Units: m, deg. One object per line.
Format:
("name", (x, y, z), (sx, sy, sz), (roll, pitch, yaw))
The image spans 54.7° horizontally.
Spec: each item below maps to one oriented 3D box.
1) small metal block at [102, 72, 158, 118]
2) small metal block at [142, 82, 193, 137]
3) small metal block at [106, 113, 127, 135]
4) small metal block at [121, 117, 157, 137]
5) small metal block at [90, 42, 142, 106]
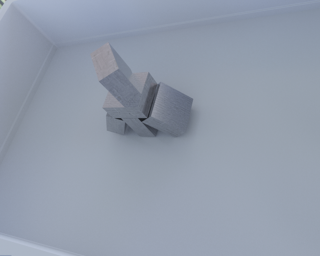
("small metal block", (-0.036, -0.040, 0.382), (0.050, 0.025, 0.050), (1, 62, 28))
("small metal block", (0.010, -0.023, 0.393), (0.025, 0.050, 0.050), (-28, 42, 56))
("small metal block", (-0.054, -0.024, 0.427), (0.025, 0.050, 0.050), (16, 66, -2))
("small metal block", (-0.021, -0.022, 0.412), (0.025, 0.050, 0.050), (1, 62, 29))
("small metal block", (-0.050, -0.061, 0.354), (0.025, 0.050, 0.050), (-31, 51, 9))
